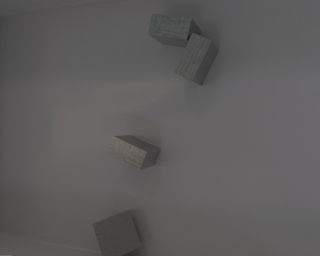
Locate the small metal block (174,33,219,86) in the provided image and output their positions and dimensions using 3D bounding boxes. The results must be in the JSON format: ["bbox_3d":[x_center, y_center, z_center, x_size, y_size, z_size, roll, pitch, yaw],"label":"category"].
[{"bbox_3d":[0.046,-0.083,0.381,0.025,0.050,0.050,28,99,18],"label":"small metal block"}]

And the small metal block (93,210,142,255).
[{"bbox_3d":[-0.059,0.144,0.417,0.050,0.025,0.050,-17,80,-19],"label":"small metal block"}]

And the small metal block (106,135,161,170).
[{"bbox_3d":[-0.033,0.031,0.409,0.050,0.050,0.025,23,98,18],"label":"small metal block"}]

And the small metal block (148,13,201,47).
[{"bbox_3d":[0.020,-0.121,0.390,0.050,0.050,0.025,14,95,19],"label":"small metal block"}]
